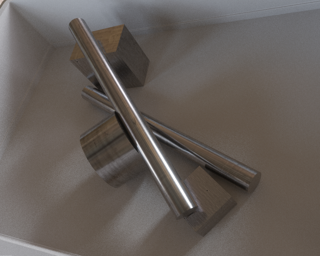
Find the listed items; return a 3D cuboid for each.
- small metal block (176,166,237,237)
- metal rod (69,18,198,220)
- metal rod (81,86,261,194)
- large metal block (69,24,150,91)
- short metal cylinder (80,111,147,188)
[{"bbox_3d":[0.044,0.078,0.332,0.050,0.025,0.050,-44,51,-3],"label":"small metal block"},{"bbox_3d":[-0.045,-0.030,0.370,0.025,0.025,0.299,-35,64,5],"label":"metal rod"},{"bbox_3d":[-0.009,0.000,0.407,0.300,0.025,0.025,28,77,37],"label":"metal rod"},{"bbox_3d":[-0.073,-0.102,0.469,0.080,0.080,0.050,-4,60,26],"label":"large metal block"},{"bbox_3d":[-0.051,0.025,0.377,0.050,0.080,0.080,-35,52,5],"label":"short metal cylinder"}]
